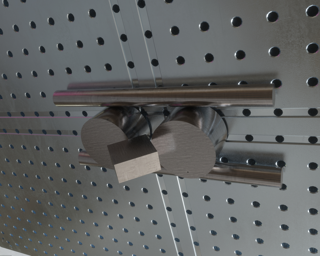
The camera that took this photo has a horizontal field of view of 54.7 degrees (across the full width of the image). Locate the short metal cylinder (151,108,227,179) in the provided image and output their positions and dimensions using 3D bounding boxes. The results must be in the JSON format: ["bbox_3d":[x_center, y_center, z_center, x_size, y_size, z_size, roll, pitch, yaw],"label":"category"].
[{"bbox_3d":[0.036,0.015,0.381,0.080,0.050,0.079,13,124,21],"label":"short metal cylinder"}]

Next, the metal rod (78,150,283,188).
[{"bbox_3d":[0.010,0.053,0.434,0.301,0.025,0.025,2,120,27],"label":"metal rod"}]

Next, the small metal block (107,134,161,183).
[{"bbox_3d":[-0.032,0.035,0.369,0.050,0.050,0.025,-16,116,-12],"label":"small metal block"}]

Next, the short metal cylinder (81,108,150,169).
[{"bbox_3d":[-0.061,0.011,0.429,0.080,0.050,0.079,13,124,21],"label":"short metal cylinder"}]

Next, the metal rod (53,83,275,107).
[{"bbox_3d":[-0.015,-0.039,0.390,0.301,0.025,0.025,2,119,27],"label":"metal rod"}]
